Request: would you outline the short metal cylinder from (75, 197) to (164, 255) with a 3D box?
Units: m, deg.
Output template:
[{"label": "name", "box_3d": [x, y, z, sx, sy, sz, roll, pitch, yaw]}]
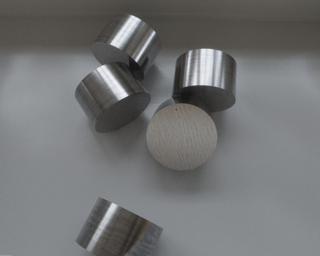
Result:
[{"label": "short metal cylinder", "box_3d": [-0.043, 0.116, 0.337, 0.080, 0.080, 0.050, 24, 72, 8]}]

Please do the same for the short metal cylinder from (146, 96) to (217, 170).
[{"label": "short metal cylinder", "box_3d": [0.027, 0.005, 0.375, 0.080, 0.050, 0.079, 1, 105, 4]}]

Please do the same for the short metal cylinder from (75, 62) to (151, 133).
[{"label": "short metal cylinder", "box_3d": [-0.059, -0.038, 0.393, 0.080, 0.080, 0.050, -32, 74, -11]}]

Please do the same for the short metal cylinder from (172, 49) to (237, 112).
[{"label": "short metal cylinder", "box_3d": [0.058, -0.059, 0.403, 0.080, 0.080, 0.050, 6, 70, 2]}]

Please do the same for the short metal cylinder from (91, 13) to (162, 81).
[{"label": "short metal cylinder", "box_3d": [-0.045, -0.107, 0.419, 0.080, 0.080, 0.050, 26, 72, 9]}]
